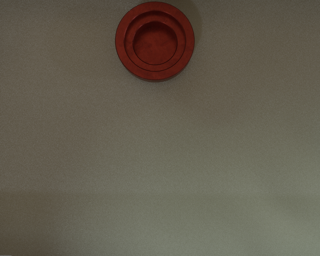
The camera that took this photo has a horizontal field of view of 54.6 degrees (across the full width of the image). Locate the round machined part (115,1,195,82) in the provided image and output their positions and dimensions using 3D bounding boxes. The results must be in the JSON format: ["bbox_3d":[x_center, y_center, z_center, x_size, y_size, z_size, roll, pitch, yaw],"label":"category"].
[{"bbox_3d":[-0.006,-0.108,0.403,0.099,0.042,0.097,0,90,0],"label":"round machined part"}]
